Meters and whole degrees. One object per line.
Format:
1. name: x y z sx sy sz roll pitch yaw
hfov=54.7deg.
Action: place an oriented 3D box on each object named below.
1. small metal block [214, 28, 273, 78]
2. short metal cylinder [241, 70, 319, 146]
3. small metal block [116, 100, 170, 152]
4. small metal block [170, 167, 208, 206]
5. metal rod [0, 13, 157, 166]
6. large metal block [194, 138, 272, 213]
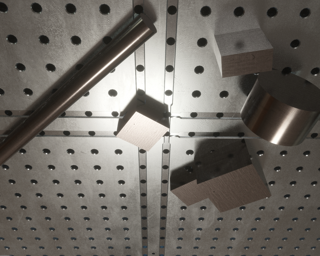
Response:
1. small metal block: 0.087 -0.080 0.328 0.050 0.050 0.025 -8 130 6
2. short metal cylinder: 0.141 -0.025 0.357 0.081 0.080 0.050 9 129 -8
3. small metal block: -0.023 -0.002 0.410 0.050 0.025 0.050 27 125 -22
4. small metal block: 0.051 0.093 0.492 0.050 0.025 0.050 -29 125 22
5. metal rod: -0.124 -0.032 0.382 0.299 0.025 0.025 -34 123 25
6. large metal block: 0.107 0.072 0.459 0.080 0.050 0.080 -25 126 19
